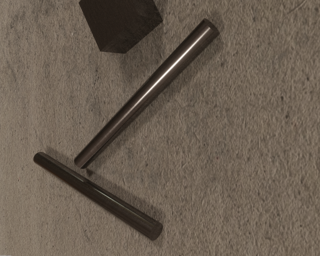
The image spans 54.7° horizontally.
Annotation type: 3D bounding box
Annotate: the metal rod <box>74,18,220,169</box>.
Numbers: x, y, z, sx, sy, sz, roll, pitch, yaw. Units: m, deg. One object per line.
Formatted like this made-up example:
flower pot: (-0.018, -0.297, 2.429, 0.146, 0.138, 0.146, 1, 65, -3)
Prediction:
metal rod: (-0.035, -0.030, 0.431, 0.299, 0.025, 0.025, -43, 65, 31)

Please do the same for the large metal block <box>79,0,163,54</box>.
large metal block: (-0.055, -0.160, 0.425, 0.080, 0.050, 0.080, -31, 79, 35)

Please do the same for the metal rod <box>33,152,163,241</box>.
metal rod: (-0.117, 0.097, 0.498, 0.300, 0.025, 0.025, 19, 102, 38)
